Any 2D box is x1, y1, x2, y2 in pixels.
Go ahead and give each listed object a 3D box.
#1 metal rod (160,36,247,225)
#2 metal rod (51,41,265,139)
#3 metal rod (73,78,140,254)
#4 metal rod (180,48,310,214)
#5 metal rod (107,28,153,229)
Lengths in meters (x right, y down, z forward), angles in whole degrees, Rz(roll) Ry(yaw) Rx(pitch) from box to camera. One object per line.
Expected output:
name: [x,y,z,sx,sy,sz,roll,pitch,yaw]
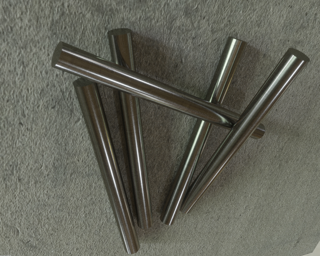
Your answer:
metal rod: [0.055,0.019,0.448,0.025,0.025,0.298,4,116,-31]
metal rod: [0.025,-0.031,0.367,0.302,0.025,0.025,17,110,-35]
metal rod: [-0.063,0.071,0.416,0.025,0.025,0.298,-20,126,-17]
metal rod: [0.093,0.027,0.418,0.025,0.025,0.298,1,136,-29]
metal rod: [-0.033,0.024,0.403,0.025,0.025,0.298,-17,125,-19]
